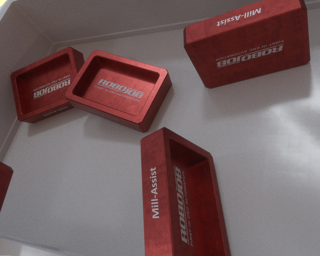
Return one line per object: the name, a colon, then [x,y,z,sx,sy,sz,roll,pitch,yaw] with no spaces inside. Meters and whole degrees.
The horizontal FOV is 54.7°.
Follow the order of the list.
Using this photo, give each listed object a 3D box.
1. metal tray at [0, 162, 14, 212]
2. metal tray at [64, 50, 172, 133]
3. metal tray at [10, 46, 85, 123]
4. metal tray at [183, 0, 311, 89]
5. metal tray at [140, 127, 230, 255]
metal tray: [-0.204,0.097,0.299,0.090,0.030,0.130,-12,54,20]
metal tray: [-0.060,-0.056,0.448,0.130,0.030,0.090,20,71,20]
metal tray: [-0.184,-0.070,0.520,0.130,0.030,0.090,-18,78,17]
metal tray: [0.104,-0.098,0.369,0.130,0.090,0.030,-13,57,21]
metal tray: [0.025,0.073,0.302,0.030,0.090,0.130,-28,50,31]
